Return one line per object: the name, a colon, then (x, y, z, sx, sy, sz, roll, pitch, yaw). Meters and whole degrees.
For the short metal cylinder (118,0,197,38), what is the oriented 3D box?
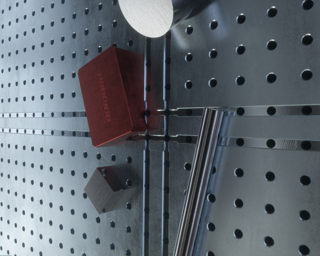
short metal cylinder: (-0.004, -0.156, 0.370, 0.080, 0.050, 0.080, 27, 142, 24)

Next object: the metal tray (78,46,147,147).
metal tray: (-0.074, -0.044, 0.465, 0.090, 0.030, 0.129, -23, 76, 37)

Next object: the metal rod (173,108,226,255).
metal rod: (0.035, 0.123, 0.378, 0.025, 0.025, 0.298, 18, 101, 38)

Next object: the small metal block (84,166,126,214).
small metal block: (-0.086, 0.095, 0.478, 0.050, 0.025, 0.050, 47, 118, 29)
